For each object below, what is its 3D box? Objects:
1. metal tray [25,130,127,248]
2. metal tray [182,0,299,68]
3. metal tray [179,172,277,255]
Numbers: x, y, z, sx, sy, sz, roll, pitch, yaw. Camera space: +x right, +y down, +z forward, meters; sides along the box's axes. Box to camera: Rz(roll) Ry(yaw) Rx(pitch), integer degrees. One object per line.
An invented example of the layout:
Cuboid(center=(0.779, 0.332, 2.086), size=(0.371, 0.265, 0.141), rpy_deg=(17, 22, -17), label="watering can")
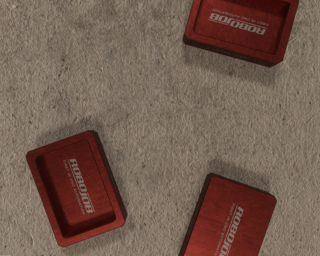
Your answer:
Cuboid(center=(-0.107, 0.077, 0.406), size=(0.090, 0.030, 0.129), rpy_deg=(-20, 90, -1), label="metal tray")
Cuboid(center=(0.104, -0.141, 0.408), size=(0.131, 0.030, 0.090), rpy_deg=(15, 90, -1), label="metal tray")
Cuboid(center=(0.087, 0.135, 0.409), size=(0.090, 0.030, 0.129), rpy_deg=(19, 90, -1), label="metal tray")
